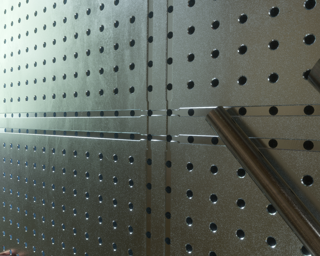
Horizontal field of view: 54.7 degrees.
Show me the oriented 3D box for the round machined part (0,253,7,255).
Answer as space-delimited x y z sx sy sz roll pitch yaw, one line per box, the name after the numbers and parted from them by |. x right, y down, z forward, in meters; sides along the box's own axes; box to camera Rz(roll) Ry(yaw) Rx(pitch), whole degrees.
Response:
-0.380 0.343 0.712 0.098 0.042 0.097 0 90 40 | round machined part

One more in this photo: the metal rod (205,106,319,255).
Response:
0.139 0.095 0.294 0.025 0.025 0.299 -49 61 29 | metal rod

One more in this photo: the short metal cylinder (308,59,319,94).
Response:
0.165 -0.045 0.237 0.080 0.081 0.050 -47 62 30 | short metal cylinder
